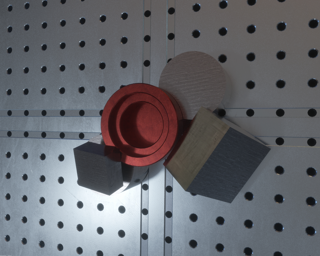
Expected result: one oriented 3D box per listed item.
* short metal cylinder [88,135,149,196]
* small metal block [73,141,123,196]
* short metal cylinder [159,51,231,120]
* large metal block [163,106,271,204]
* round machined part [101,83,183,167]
[{"bbox_3d":[-0.061,0.047,0.420,0.080,0.050,0.079,0,90,20],"label":"short metal cylinder"},{"bbox_3d":[-0.074,0.048,0.372,0.050,0.025,0.050,9,113,31],"label":"small metal block"},{"bbox_3d":[0.045,-0.050,0.383,0.080,0.050,0.079,0,90,20],"label":"short metal cylinder"},{"bbox_3d":[0.065,0.033,0.353,0.080,0.080,0.050,-57,39,11],"label":"large metal block"},{"bbox_3d":[-0.019,-0.004,0.379,0.098,0.042,0.097,0,90,20],"label":"round machined part"}]
